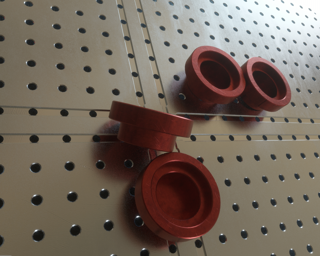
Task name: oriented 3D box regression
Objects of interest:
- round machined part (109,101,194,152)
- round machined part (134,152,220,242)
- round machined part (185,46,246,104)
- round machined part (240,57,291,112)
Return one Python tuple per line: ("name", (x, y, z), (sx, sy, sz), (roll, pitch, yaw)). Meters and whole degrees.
("round machined part", (-0.013, 0.000, 0.367), (0.099, 0.098, 0.042), (13, 92, -21))
("round machined part", (0.017, 0.080, 0.357), (0.099, 0.042, 0.098), (13, 56, -21))
("round machined part", (0.082, -0.078, 0.488), (0.099, 0.042, 0.098), (14, 56, -21))
("round machined part", (0.171, -0.069, 0.528), (0.099, 0.042, 0.098), (16, 55, -24))
